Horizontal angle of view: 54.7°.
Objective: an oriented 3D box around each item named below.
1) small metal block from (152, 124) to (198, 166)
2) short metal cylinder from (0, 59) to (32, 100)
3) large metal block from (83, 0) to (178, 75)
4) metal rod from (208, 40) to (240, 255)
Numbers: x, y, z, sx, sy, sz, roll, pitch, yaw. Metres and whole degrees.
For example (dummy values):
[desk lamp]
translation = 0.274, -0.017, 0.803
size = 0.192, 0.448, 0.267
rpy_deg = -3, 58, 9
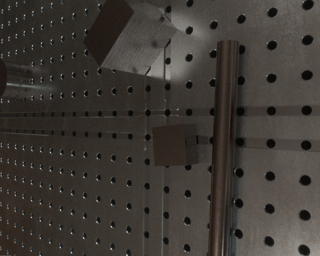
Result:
[small metal block]
translation = 0.019, 0.022, 0.392
size = 0.050, 0.025, 0.050
rpy_deg = -7, 86, 39
[short metal cylinder]
translation = -0.312, -0.100, 0.646
size = 0.080, 0.050, 0.079
rpy_deg = 0, 90, 39
[large metal block]
translation = -0.038, -0.121, 0.403
size = 0.080, 0.081, 0.050
rpy_deg = -50, 61, 28
[metal rod]
translation = 0.071, 0.054, 0.349
size = 0.025, 0.025, 0.298
rpy_deg = 4, 92, 39
